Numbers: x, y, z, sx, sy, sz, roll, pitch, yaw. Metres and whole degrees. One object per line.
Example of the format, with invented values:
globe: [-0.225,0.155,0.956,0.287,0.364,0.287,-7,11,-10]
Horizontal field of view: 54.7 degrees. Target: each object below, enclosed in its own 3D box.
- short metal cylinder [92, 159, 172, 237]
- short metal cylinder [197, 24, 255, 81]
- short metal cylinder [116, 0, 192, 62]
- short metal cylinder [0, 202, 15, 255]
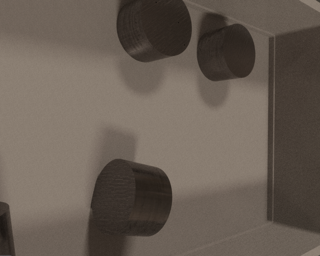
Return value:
short metal cylinder: [-0.032,0.078,0.346,0.050,0.080,0.080,19,78,-39]
short metal cylinder: [0.103,-0.115,0.479,0.081,0.050,0.079,0,90,-40]
short metal cylinder: [-0.006,-0.126,0.387,0.081,0.050,0.079,0,90,-40]
short metal cylinder: [-0.158,0.094,0.239,0.081,0.080,0.050,-9,96,-40]
